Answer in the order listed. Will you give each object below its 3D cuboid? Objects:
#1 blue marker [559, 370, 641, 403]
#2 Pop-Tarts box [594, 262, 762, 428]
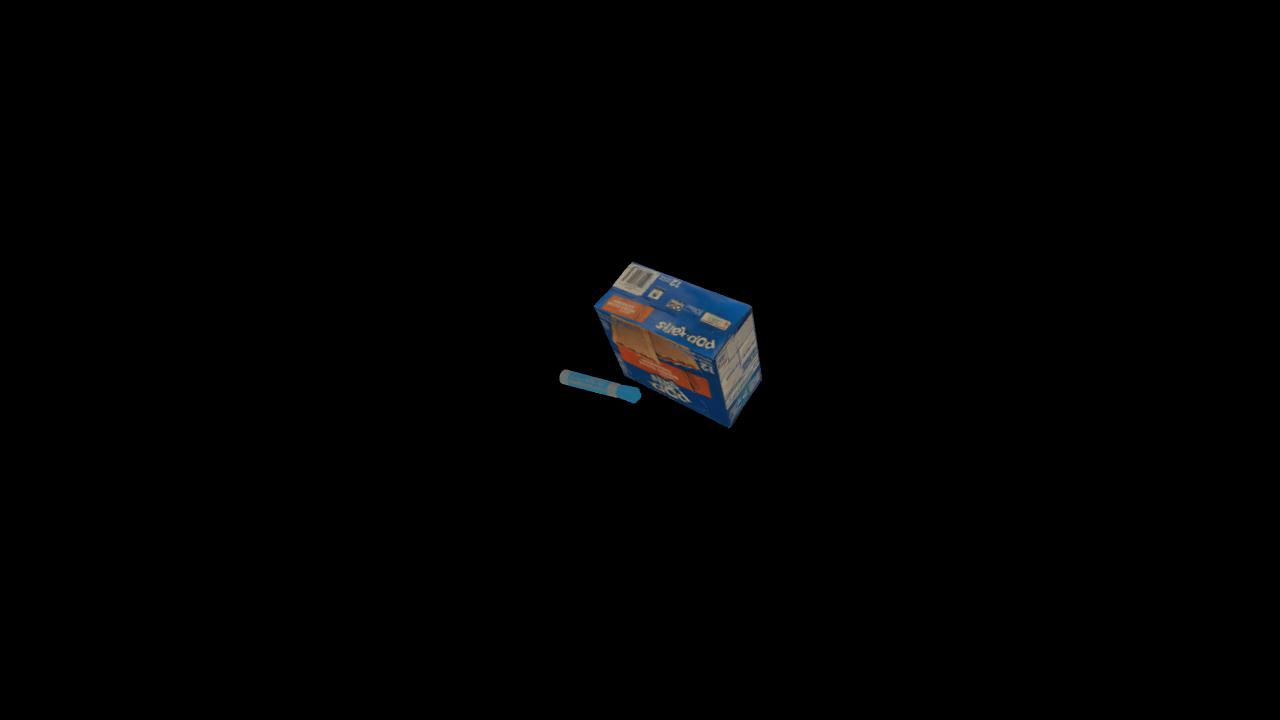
[{"bbox_3d":[-0.048,0.031,0.733,0.121,0.020,0.020,12,7,37],"label":"blue marker"},{"bbox_3d":[0.048,-0.018,0.724,0.167,0.083,0.141,26,-25,31],"label":"Pop-Tarts box"}]
